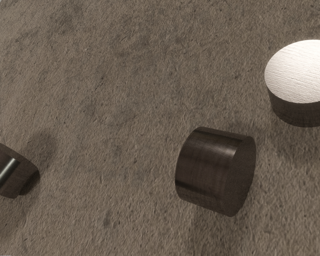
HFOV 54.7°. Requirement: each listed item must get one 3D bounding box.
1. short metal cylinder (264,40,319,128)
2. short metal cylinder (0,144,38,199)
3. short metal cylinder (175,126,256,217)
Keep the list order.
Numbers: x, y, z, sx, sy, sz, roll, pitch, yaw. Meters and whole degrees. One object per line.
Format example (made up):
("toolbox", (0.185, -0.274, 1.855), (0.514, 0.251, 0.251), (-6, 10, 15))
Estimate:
("short metal cylinder", (0.158, -0.047, 0.334), (0.080, 0.050, 0.080), (-13, 56, 20))
("short metal cylinder", (-0.228, 0.059, 0.449), (0.080, 0.080, 0.050), (26, 76, 36))
("short metal cylinder", (0.058, 0.042, 0.312), (0.050, 0.080, 0.080), (13, 68, 33))
